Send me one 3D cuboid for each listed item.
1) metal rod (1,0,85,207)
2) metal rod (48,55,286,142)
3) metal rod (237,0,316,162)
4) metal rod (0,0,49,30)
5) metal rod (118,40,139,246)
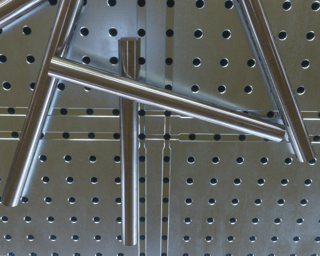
[{"bbox_3d":[-0.158,-0.023,0.402,0.025,0.025,0.298,22,108,-8],"label":"metal rod"},{"bbox_3d":[0.020,-0.031,0.382,0.302,0.025,0.025,15,110,-14],"label":"metal rod"},{"bbox_3d":[0.137,-0.085,0.383,0.025,0.025,0.299,-25,109,8],"label":"metal rod"},{"bbox_3d":[-0.116,-0.167,0.350,0.301,0.025,0.025,-27,108,9],"label":"metal rod"},{"bbox_3d":[-0.042,0.033,0.425,0.025,0.025,0.298,1,110,-1],"label":"metal rod"}]
